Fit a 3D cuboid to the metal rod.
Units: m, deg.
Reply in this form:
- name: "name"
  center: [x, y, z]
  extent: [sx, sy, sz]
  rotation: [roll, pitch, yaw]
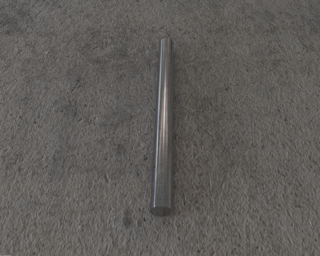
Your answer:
- name: "metal rod"
  center: [0.006, -0.026, 0.425]
  extent: [0.025, 0.025, 0.300]
  rotation: [1, 50, 1]
